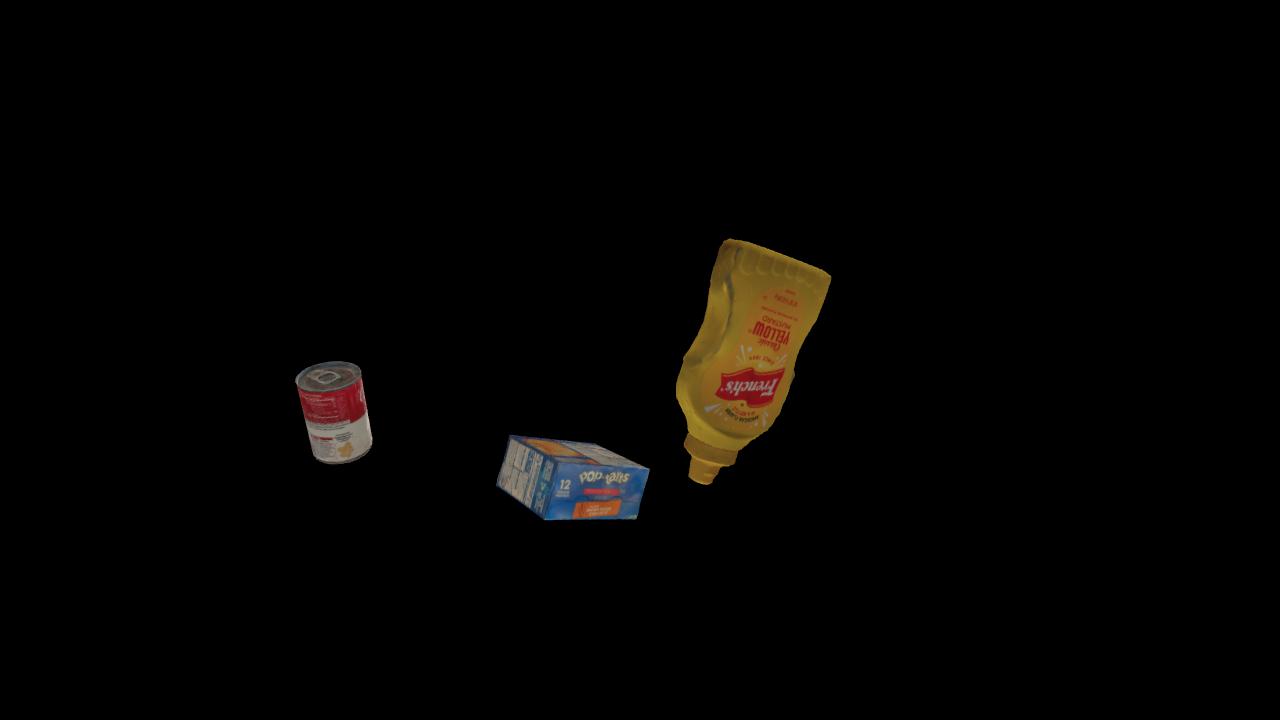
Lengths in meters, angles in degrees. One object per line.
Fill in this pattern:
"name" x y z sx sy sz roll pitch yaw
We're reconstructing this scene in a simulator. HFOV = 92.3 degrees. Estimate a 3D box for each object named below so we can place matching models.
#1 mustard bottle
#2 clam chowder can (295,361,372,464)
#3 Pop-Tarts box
"mustard bottle" 0.074 0.009 0.466 0.092 0.184 0.054 13 10 -32
"clam chowder can" -0.353 0.062 0.715 0.068 0.102 0.068 3 27 -2
"Pop-Tarts box" -0.099 0.173 0.905 0.167 0.083 0.141 12 2 -42
